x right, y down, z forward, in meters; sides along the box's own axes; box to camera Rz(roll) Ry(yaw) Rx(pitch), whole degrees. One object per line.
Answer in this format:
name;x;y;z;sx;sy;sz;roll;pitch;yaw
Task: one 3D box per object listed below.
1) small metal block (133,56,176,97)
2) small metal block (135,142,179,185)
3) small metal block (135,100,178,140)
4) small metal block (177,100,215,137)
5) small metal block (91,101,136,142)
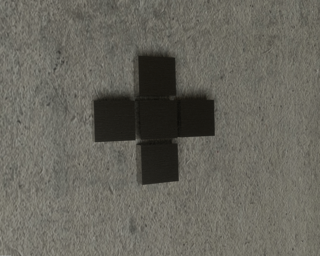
small metal block;-0.007;-0.067;0.408;0.050;0.025;0.050;-2;91;-20
small metal block;-0.004;0.046;0.410;0.050;0.025;0.050;-2;91;-20
small metal block;-0.006;-0.011;0.409;0.050;0.025;0.050;-2;91;-20
small metal block;0.047;-0.013;0.429;0.050;0.025;0.050;-2;91;-20
small metal block;-0.059;-0.009;0.389;0.050;0.025;0.050;-2;91;-20
